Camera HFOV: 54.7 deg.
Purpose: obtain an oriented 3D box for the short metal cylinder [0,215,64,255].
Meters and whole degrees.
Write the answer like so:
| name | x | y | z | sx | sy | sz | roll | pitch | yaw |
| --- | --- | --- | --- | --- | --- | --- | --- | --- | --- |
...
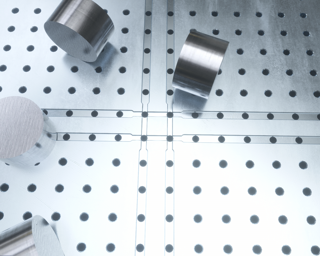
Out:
| name | x | y | z | sx | sy | sz | roll | pitch | yaw |
| --- | --- | --- | --- | --- | --- | --- | --- | --- | --- |
| short metal cylinder | -0.140 | 0.141 | 0.330 | 0.050 | 0.080 | 0.080 | -25 | 72 | -9 |

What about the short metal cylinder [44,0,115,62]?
| name | x | y | z | sx | sy | sz | roll | pitch | yaw |
| --- | --- | --- | --- | --- | --- | --- | --- | --- | --- |
| short metal cylinder | -0.111 | -0.138 | 0.432 | 0.080 | 0.080 | 0.050 | 24 | 72 | 8 |

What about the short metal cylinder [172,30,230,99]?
| name | x | y | z | sx | sy | sz | roll | pitch | yaw |
| --- | --- | --- | --- | --- | --- | --- | --- | --- | --- |
| short metal cylinder | 0.054 | -0.084 | 0.413 | 0.050 | 0.080 | 0.080 | 21 | 71 | 7 |

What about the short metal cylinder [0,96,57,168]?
| name | x | y | z | sx | sy | sz | roll | pitch | yaw |
| --- | --- | --- | --- | --- | --- | --- | --- | --- | --- |
| short metal cylinder | -0.180 | 0.006 | 0.395 | 0.081 | 0.050 | 0.080 | 0 | 70 | 0 |
